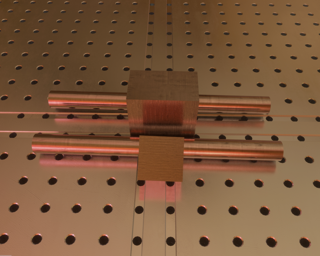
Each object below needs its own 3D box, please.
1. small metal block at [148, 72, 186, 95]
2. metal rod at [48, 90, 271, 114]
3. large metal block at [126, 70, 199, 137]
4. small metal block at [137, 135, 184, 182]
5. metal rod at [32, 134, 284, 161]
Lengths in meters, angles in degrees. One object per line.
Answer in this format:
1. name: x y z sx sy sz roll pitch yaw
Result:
1. small metal block: 0.009 -0.064 0.442 0.050 0.025 0.050 1 16 0
2. metal rod: -0.001 -0.036 0.432 0.302 0.025 0.025 2 50 1
3. large metal block: 0.004 -0.024 0.386 0.081 0.080 0.050 1 50 1
4. small metal block: 0.001 0.035 0.358 0.050 0.025 0.050 2 87 1
5. metal rod: -0.003 0.024 0.383 0.302 0.025 0.025 2 50 1
